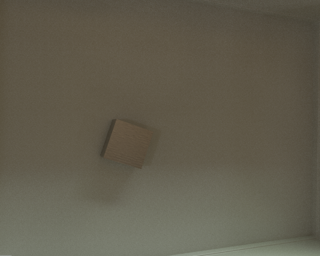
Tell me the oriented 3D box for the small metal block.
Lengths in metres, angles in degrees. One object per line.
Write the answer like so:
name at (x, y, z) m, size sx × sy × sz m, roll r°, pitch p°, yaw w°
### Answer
small metal block at (-0.043, 0.020, 0.396) m, size 0.050 × 0.025 × 0.050 m, roll 20°, pitch 83°, yaw -19°
